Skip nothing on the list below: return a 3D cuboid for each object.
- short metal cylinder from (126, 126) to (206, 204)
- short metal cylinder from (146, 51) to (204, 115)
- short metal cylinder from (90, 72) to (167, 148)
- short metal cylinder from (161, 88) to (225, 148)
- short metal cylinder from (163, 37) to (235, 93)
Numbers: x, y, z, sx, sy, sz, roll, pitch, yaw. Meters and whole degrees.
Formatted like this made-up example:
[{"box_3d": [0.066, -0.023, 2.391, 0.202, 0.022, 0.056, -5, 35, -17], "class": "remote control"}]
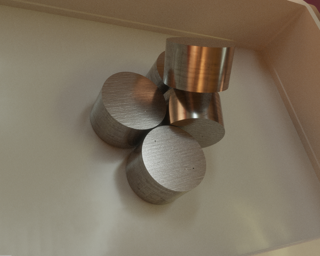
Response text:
[{"box_3d": [0.007, 0.044, 0.365, 0.081, 0.050, 0.080, 14, 56, -21], "class": "short metal cylinder"}, {"box_3d": [0.022, -0.064, 0.440, 0.081, 0.050, 0.080, 14, 56, -21], "class": "short metal cylinder"}, {"box_3d": [-0.039, -0.022, 0.380, 0.081, 0.050, 0.080, 14, 56, -21], "class": "short metal cylinder"}, {"box_3d": [0.040, -0.012, 0.400, 0.081, 0.080, 0.050, 13, 57, -22], "class": "short metal cylinder"}, {"box_3d": [0.045, -0.078, 0.371, 0.081, 0.050, 0.080, 4, 23, -1], "class": "short metal cylinder"}]
